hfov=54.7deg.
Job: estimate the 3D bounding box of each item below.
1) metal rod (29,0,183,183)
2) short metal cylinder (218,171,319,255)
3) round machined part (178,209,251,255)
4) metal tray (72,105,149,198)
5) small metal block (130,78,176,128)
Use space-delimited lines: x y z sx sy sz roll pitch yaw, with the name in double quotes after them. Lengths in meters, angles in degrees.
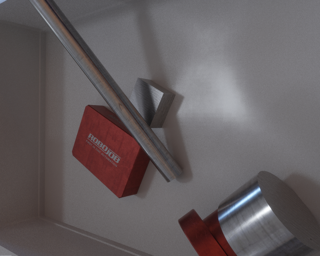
-0.071 -0.058 0.391 0.025 0.025 0.299 -37 90 34 "metal rod"
0.101 0.087 0.286 0.050 0.081 0.080 -47 62 26 "short metal cylinder"
0.065 0.123 0.317 0.042 0.098 0.098 -36 63 -4 "round machined part"
-0.074 0.031 0.462 0.130 0.030 0.089 33 110 35 "metal tray"
-0.014 -0.034 0.416 0.050 0.025 0.050 35 111 34 "small metal block"
